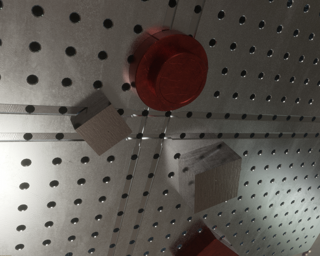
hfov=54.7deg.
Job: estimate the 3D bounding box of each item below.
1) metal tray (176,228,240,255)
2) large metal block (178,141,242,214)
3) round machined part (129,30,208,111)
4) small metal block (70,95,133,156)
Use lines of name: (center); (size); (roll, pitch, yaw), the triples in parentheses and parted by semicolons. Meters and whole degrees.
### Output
metal tray: (0.100, 0.265, 0.630); (0.090, 0.030, 0.130); (-43, 130, 1)
large metal block: (0.077, 0.076, 0.487); (0.081, 0.050, 0.079); (-16, 125, -20)
round machined part: (0.017, -0.063, 0.372); (0.099, 0.042, 0.097); (-14, 124, -21)
small metal block: (-0.070, -0.002, 0.373); (0.050, 0.025, 0.050); (-36, 130, -4)
